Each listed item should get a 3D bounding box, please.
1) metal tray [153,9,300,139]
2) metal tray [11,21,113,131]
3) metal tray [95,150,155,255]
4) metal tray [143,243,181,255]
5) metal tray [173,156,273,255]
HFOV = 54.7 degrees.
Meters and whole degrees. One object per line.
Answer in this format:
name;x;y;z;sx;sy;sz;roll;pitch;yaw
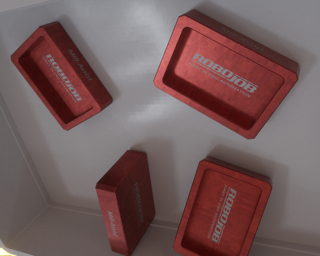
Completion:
metal tray;0.067;-0.056;0.334;0.130;0.030;0.089;31;128;8
metal tray;-0.138;-0.068;0.433;0.090;0.030;0.130;-25;106;36
metal tray;-0.045;0.109;0.456;0.030;0.090;0.129;8;122;24
metal tray;0.033;0.273;0.559;0.130;0.030;0.090;49;128;-7
metal tray;0.078;0.112;0.395;0.090;0.030;0.129;19;99;18
